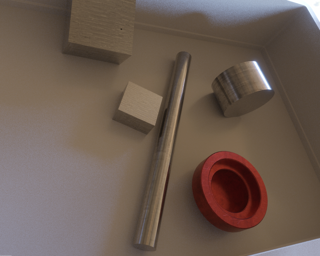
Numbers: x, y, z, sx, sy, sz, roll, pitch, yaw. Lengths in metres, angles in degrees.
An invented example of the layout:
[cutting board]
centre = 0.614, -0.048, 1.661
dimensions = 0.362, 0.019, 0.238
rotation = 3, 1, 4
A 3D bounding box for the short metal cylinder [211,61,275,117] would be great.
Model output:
[short metal cylinder]
centre = 0.126, -0.058, 0.476
dimensions = 0.081, 0.080, 0.050
rotation = -7, 66, -32

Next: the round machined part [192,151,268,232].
[round machined part]
centre = 0.083, 0.082, 0.391
dimensions = 0.099, 0.042, 0.098
rotation = 14, 56, -21

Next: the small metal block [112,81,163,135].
[small metal block]
centre = -0.029, -0.026, 0.408
dimensions = 0.050, 0.025, 0.050
rotation = 24, 53, -14

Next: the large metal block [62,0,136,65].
[large metal block]
centre = -0.081, -0.136, 0.412
dimensions = 0.081, 0.050, 0.080
rotation = 6, 83, -25

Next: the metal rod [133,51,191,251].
[metal rod]
centre = 0.011, 0.006, 0.409
dimensions = 0.025, 0.025, 0.300
rotation = 24, 53, -14
